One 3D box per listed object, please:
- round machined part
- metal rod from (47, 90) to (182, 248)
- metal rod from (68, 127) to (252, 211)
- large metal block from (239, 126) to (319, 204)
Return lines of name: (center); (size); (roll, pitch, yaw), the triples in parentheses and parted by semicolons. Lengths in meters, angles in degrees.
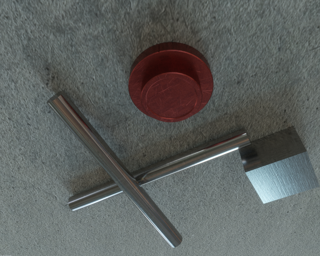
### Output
round machined part: (0.013, -0.045, 0.358); (0.099, 0.042, 0.097); (-1, 130, 0)
metal rod: (-0.050, 0.073, 0.439); (0.025, 0.025, 0.299); (-25, 118, 19)
metal rod: (-0.012, 0.068, 0.464); (0.300, 0.025, 0.025); (-24, 127, 18)
large metal block: (0.168, 0.054, 0.440); (0.080, 0.050, 0.080); (-23, 127, 18)
